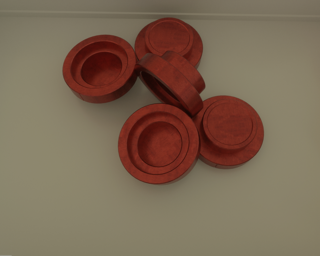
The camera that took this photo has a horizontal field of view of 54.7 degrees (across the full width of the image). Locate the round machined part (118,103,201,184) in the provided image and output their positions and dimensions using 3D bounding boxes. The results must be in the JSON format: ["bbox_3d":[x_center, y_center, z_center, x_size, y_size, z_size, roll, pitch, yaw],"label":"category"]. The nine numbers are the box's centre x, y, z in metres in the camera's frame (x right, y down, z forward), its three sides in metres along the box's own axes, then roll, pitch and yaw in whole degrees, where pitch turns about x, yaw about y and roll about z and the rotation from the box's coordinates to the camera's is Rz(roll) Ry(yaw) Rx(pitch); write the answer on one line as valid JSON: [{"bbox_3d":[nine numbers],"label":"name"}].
[{"bbox_3d":[0.002,0.022,0.384,0.098,0.042,0.098,-3,75,13],"label":"round machined part"}]

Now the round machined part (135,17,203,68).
[{"bbox_3d":[0.013,-0.118,0.444,0.099,0.042,0.098,0,70,-1],"label":"round machined part"}]

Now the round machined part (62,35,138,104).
[{"bbox_3d":[-0.077,-0.075,0.422,0.099,0.042,0.098,-3,65,6],"label":"round machined part"}]

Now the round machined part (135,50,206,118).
[{"bbox_3d":[0.018,-0.058,0.389,0.098,0.098,0.042,41,82,13],"label":"round machined part"}]

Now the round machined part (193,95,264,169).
[{"bbox_3d":[0.086,0.001,0.401,0.099,0.042,0.098,0,70,-1],"label":"round machined part"}]
